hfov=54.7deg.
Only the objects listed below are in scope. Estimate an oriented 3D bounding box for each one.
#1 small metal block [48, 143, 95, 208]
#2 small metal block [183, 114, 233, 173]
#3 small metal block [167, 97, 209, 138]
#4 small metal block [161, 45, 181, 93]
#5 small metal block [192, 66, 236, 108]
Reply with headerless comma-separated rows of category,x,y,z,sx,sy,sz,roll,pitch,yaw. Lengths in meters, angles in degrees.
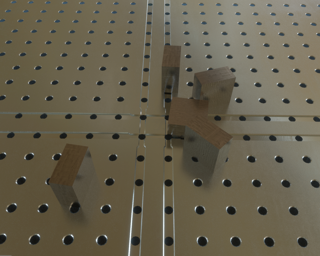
small metal block,-0.096,0.054,0.345,0.025,0.050,0.050,8,51,6
small metal block,0.057,0.019,0.376,0.050,0.050,0.025,38,60,27
small metal block,0.038,-0.014,0.420,0.050,0.025,0.050,6,50,5
small metal block,0.017,-0.089,0.466,0.025,0.050,0.050,4,50,3
small metal block,0.075,-0.056,0.439,0.050,0.050,0.025,-14,52,-12
